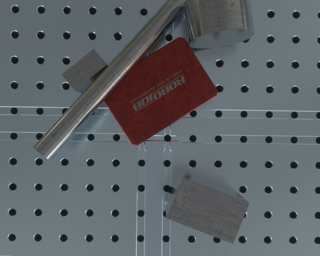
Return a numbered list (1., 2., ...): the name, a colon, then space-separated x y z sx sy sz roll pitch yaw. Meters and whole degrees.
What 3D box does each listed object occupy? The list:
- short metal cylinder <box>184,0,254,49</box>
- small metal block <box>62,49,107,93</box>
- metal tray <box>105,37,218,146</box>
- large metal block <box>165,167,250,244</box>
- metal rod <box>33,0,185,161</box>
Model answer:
1. short metal cylinder: 0.073 -0.135 0.387 0.081 0.080 0.050 -7 90 0
2. small metal block: -0.092 -0.071 0.400 0.050 0.050 0.025 -39 90 0
3. metal tray: -0.002 -0.047 0.411 0.130 0.030 0.090 -32 90 -1
4. large metal block: 0.054 0.092 0.387 0.080 0.080 0.050 22 90 -1
5. metal rod: -0.041 -0.084 0.384 0.025 0.025 0.300 39 78 0
